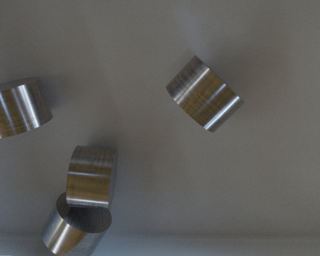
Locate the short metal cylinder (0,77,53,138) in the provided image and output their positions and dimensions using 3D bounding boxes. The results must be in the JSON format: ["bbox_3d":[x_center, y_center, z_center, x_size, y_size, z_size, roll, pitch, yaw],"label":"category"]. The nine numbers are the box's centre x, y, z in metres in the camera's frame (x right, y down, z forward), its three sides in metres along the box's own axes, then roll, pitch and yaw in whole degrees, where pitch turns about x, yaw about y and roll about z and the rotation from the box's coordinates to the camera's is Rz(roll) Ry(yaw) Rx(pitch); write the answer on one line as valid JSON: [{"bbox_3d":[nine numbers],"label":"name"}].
[{"bbox_3d":[-0.176,-0.026,0.371,0.080,0.080,0.050,-11,110,4],"label":"short metal cylinder"}]

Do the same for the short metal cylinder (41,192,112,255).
[{"bbox_3d":[-0.115,0.133,0.430,0.080,0.080,0.050,28,108,-10],"label":"short metal cylinder"}]

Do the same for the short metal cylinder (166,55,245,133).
[{"bbox_3d":[0.053,-0.040,0.367,0.080,0.080,0.050,40,105,-14],"label":"short metal cylinder"}]

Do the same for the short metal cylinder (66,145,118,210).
[{"bbox_3d":[-0.086,0.065,0.405,0.050,0.080,0.079,6,110,-2],"label":"short metal cylinder"}]
